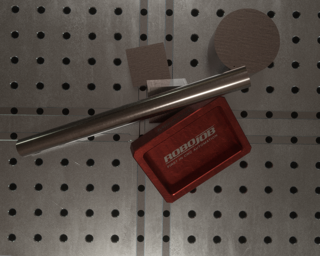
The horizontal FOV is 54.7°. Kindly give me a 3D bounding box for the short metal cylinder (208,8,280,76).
[{"bbox_3d":[0.106,-0.106,0.402,0.081,0.050,0.079,0,90,-1],"label":"short metal cylinder"}]

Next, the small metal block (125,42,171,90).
[{"bbox_3d":[-0.015,-0.082,0.413,0.050,0.025,0.050,-11,90,-1],"label":"small metal block"}]

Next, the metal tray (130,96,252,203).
[{"bbox_3d":[0.040,0.025,0.396,0.130,0.030,0.090,-33,112,0],"label":"metal tray"}]

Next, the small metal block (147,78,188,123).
[{"bbox_3d":[0.009,-0.035,0.401,0.050,0.025,0.050,-4,120,-4],"label":"small metal block"}]

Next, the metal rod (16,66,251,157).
[{"bbox_3d":[-0.042,-0.016,0.381,0.301,0.025,0.025,-17,90,12],"label":"metal rod"}]
